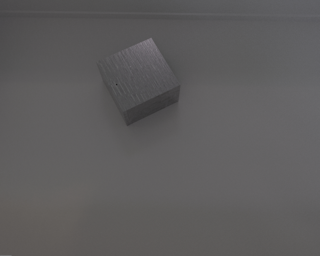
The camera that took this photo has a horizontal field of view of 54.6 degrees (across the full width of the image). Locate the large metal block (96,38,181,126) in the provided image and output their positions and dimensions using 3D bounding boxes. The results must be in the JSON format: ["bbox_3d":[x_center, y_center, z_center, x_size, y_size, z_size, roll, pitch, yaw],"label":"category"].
[{"bbox_3d":[-0.028,-0.062,0.419,0.080,0.050,0.080,-26,72,-9],"label":"large metal block"}]
